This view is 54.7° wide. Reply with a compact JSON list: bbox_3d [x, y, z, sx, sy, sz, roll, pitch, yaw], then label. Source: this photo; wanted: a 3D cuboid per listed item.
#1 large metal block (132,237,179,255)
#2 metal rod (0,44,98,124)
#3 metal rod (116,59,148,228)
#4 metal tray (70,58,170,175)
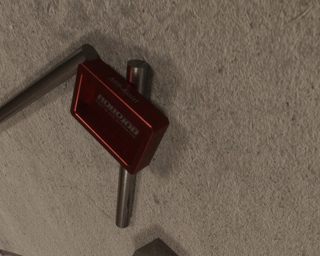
[{"bbox_3d":[-0.006,0.252,0.548,0.080,0.050,0.080,44,129,-3],"label":"large metal block"},{"bbox_3d":[-0.203,-0.051,0.479,0.300,0.025,0.025,-21,107,35],"label":"metal rod"},{"bbox_3d":[-0.046,0.044,0.456,0.025,0.025,0.298,20,126,16],"label":"metal rod"},{"bbox_3d":[-0.057,-0.015,0.391,0.130,0.030,0.089,42,135,18],"label":"metal tray"}]
